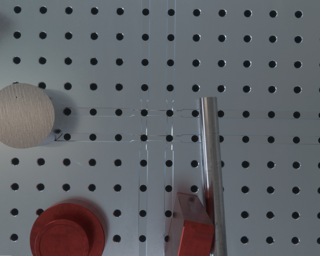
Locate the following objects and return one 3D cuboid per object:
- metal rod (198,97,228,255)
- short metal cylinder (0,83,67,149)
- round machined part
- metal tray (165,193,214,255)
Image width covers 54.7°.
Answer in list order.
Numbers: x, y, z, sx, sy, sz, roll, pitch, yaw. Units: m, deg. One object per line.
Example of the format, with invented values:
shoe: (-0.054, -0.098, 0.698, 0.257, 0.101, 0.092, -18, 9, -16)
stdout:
metal rod: (0.073, 0.109, 0.413, 0.025, 0.025, 0.298, -4, 90, 0)
short metal cylinder: (-0.168, -0.015, 0.399, 0.081, 0.050, 0.080, 0, 90, 0)
round machined part: (-0.121, 0.147, 0.404, 0.099, 0.042, 0.097, 0, 90, 0)
metal tray: (0.030, 0.136, 0.361, 0.030, 0.130, 0.089, 11, 90, 0)
